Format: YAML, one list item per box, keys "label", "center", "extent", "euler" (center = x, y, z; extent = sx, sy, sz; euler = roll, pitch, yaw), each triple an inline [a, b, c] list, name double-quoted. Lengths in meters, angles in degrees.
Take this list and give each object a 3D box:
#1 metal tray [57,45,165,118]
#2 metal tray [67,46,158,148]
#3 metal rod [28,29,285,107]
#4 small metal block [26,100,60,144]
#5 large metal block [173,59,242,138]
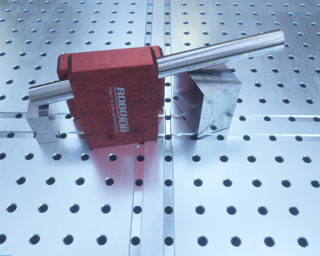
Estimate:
- label: "metal tray"
  center: [-0.060, -0.059, 0.413]
  extent: [0.131, 0.089, 0.030]
  euler: [-7, 52, -6]
- label: "metal tray"
  center: [-0.049, -0.030, 0.364]
  extent: [0.091, 0.129, 0.030]
  euler: [-7, 51, -7]
- label: "metal rod"
  center: [-0.004, -0.071, 0.369]
  extent: [0.302, 0.025, 0.025]
  euler: [-13, 51, 1]
- label: "small metal block"
  center: [-0.150, -0.016, 0.402]
  extent: [0.025, 0.050, 0.050]
  euler: [-6, 51, -6]
- label: "large metal block"
  center: [0.058, -0.048, 0.412]
  extent: [0.050, 0.080, 0.080]
  euler: [-18, 53, -15]
